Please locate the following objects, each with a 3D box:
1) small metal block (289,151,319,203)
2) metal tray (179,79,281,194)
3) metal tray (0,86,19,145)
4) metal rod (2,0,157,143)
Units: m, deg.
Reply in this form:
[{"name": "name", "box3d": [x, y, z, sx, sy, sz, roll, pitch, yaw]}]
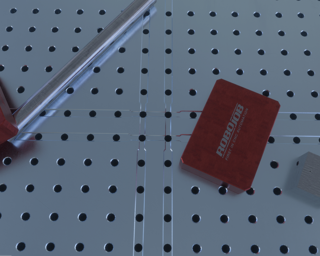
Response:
[{"name": "small metal block", "box3d": [0.199, 0.065, 0.391, 0.050, 0.025, 0.050, 24, 72, 8]}, {"name": "metal tray", "box3d": [0.092, 0.008, 0.407, 0.090, 0.030, 0.130, 24, 71, 8]}, {"name": "metal tray", "box3d": [-0.248, -0.023, 0.397, 0.090, 0.030, 0.130, -32, 62, -8]}, {"name": "metal rod", "box3d": [-0.110, -0.098, 0.446, 0.025, 0.025, 0.301, 38, 74, 12]}]
